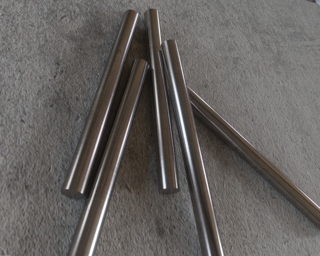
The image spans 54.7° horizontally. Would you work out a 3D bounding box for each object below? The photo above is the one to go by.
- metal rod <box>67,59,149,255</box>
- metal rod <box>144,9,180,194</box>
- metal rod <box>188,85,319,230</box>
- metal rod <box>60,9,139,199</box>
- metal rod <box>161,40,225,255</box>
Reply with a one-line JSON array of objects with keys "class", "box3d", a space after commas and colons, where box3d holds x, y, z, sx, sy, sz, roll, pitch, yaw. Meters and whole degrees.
[{"class": "metal rod", "box3d": [-0.054, 0.030, 0.356, 0.025, 0.025, 0.300, 23, 53, -14]}, {"class": "metal rod", "box3d": [-0.001, -0.056, 0.436, 0.025, 0.025, 0.299, 9, 58, -24]}, {"class": "metal rod", "box3d": [0.138, 0.045, 0.450, 0.300, 0.025, 0.025, 43, 51, 1]}, {"class": "metal rod", "box3d": [-0.067, -0.054, 0.400, 0.025, 0.025, 0.300, 21, 54, -16]}, {"class": "metal rod", "box3d": [0.037, 0.015, 0.398, 0.025, 0.025, 0.299, 2, 66, -27]}]
